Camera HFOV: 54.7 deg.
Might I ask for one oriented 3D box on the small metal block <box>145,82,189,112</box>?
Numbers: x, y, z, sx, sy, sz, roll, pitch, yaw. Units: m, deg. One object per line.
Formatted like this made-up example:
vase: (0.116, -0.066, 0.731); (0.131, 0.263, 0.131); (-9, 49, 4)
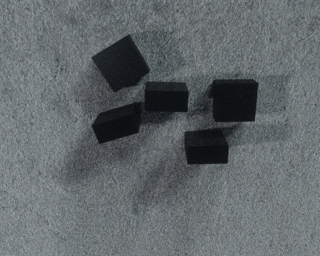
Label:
small metal block: (0.008, -0.039, 0.382); (0.050, 0.050, 0.025); (1, 110, -1)

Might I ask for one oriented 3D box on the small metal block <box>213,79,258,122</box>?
small metal block: (0.095, -0.035, 0.397); (0.050, 0.025, 0.050); (-1, 110, 0)

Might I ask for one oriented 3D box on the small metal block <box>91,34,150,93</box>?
small metal block: (-0.047, -0.079, 0.380); (0.050, 0.025, 0.050); (-29, 108, 10)

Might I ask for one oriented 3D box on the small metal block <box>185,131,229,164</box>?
small metal block: (0.059, 0.025, 0.406); (0.050, 0.050, 0.025); (-1, 110, 0)

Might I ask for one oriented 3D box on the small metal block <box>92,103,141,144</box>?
small metal block: (-0.053, -0.007, 0.393); (0.050, 0.050, 0.025); (-16, 109, 6)
